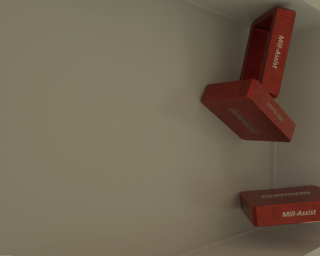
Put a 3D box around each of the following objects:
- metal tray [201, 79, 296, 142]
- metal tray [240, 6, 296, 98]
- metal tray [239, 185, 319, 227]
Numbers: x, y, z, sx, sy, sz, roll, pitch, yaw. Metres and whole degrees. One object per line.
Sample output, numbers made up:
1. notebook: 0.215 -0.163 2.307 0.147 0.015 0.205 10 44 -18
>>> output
1. metal tray: 0.137 -0.023 0.478 0.130 0.090 0.030 36 68 -34
2. metal tray: 0.163 -0.111 0.487 0.030 0.090 0.129 11 92 -8
3. metal tray: 0.202 0.121 0.491 0.131 0.090 0.030 -5 92 2
